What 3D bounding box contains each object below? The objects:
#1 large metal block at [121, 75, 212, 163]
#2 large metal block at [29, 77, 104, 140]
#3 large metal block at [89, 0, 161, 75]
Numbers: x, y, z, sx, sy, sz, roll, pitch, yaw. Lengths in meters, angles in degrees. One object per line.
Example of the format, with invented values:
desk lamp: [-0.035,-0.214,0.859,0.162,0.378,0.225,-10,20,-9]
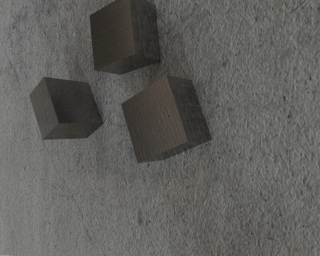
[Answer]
large metal block: [0.006,-0.008,0.384,0.080,0.050,0.080,-27,73,36]
large metal block: [-0.148,-0.029,0.492,0.050,0.081,0.080,-37,67,34]
large metal block: [-0.049,-0.125,0.429,0.080,0.050,0.080,-10,84,39]
